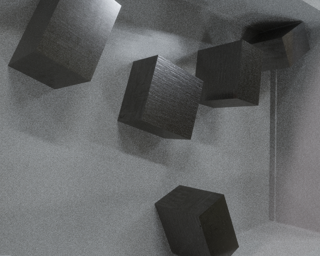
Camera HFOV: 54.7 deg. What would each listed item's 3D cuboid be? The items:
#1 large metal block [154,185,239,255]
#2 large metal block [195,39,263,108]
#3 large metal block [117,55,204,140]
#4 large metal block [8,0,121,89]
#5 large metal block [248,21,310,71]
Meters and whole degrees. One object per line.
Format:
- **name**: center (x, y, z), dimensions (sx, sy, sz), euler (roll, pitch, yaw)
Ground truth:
- **large metal block**: center (0.048, 0.129, 0.411), dimensions (0.050, 0.080, 0.080), euler (-29, 108, -36)
- **large metal block**: center (0.098, -0.075, 0.452), dimensions (0.050, 0.080, 0.080), euler (11, 83, -40)
- **large metal block**: center (0.002, -0.035, 0.392), dimensions (0.080, 0.050, 0.080), euler (22, 76, -38)
- **large metal block**: center (-0.092, -0.087, 0.294), dimensions (0.050, 0.080, 0.080), euler (29, 72, -37)
- **large metal block**: center (0.198, -0.138, 0.536), dimensions (0.080, 0.080, 0.050), euler (-37, 113, -34)
